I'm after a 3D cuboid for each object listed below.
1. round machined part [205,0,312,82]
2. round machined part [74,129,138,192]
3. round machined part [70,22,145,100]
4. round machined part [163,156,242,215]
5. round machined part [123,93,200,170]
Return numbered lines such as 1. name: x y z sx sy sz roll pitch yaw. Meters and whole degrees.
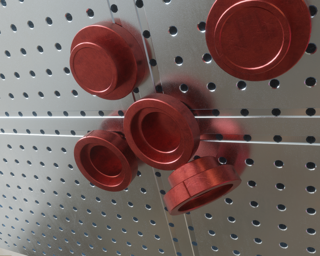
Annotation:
1. round machined part: 0.091 -0.090 0.296 0.098 0.042 0.097 13 124 20
2. round machined part: -0.076 0.044 0.466 0.098 0.042 0.097 13 124 20
3. round machined part: -0.073 -0.079 0.388 0.098 0.042 0.097 13 124 20
4. round machined part: 0.049 0.070 0.392 0.097 0.099 0.042 -47 58 39
5. round machined part: 0.006 0.001 0.393 0.098 0.042 0.097 14 121 25
